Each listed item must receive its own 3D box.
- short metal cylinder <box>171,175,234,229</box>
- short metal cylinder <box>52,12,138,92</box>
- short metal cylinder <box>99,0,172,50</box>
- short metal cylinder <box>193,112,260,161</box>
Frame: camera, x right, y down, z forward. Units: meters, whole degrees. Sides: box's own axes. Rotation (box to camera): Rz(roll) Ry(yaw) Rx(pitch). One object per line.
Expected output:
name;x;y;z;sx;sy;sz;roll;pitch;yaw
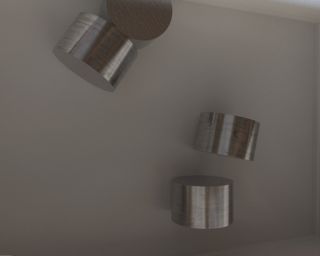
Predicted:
short metal cylinder;0.055;0.093;0.403;0.081;0.080;0.050;0;90;-20
short metal cylinder;-0.073;-0.085;0.355;0.080;0.080;0.050;34;79;-17
short metal cylinder;-0.031;-0.143;0.386;0.081;0.050;0.079;0;90;-21
short metal cylinder;0.089;0.012;0.416;0.081;0.080;0.050;13;86;-20
